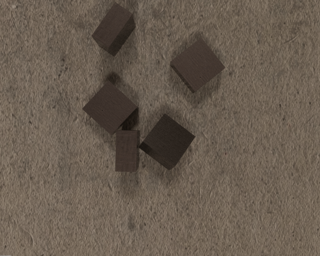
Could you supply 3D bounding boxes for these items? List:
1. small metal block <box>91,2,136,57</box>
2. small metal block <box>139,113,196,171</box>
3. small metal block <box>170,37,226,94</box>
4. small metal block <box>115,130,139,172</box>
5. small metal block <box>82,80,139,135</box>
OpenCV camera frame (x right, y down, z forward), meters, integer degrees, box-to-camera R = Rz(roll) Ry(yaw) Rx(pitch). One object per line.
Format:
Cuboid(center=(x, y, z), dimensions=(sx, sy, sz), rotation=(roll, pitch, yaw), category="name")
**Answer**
Cuboid(center=(-0.058, -0.124, 0.397), dimensions=(0.025, 0.050, 0.050), rotation=(35, 90, -1), category="small metal block")
Cuboid(center=(0.009, 0.018, 0.400), dimensions=(0.050, 0.025, 0.050), rotation=(38, 64, -1), category="small metal block")
Cuboid(center=(0.049, -0.082, 0.411), dimensions=(0.050, 0.025, 0.050), rotation=(-39, 91, 0), category="small metal block")
Cuboid(center=(-0.041, 0.028, 0.397), dimensions=(0.025, 0.050, 0.050), rotation=(1, 90, 0), category="small metal block")
Cuboid(center=(-0.064, -0.026, 0.409), dimensions=(0.050, 0.025, 0.050), rotation=(43, 90, -1), category="small metal block")
